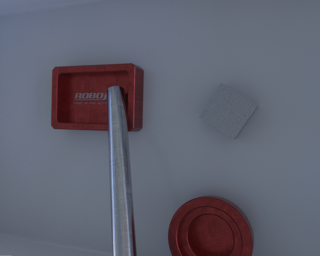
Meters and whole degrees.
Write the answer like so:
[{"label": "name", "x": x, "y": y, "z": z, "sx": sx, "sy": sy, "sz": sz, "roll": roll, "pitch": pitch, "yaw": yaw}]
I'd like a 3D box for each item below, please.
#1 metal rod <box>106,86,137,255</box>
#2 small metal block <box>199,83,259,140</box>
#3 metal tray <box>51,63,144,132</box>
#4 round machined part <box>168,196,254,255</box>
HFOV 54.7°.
[{"label": "metal rod", "x": -0.043, "y": 0.081, "z": 0.346, "sx": 0.025, "sy": 0.025, "sz": 0.299, "roll": -18, "pitch": 60, "yaw": 19}, {"label": "small metal block", "x": 0.084, "y": -0.020, "z": 0.380, "sx": 0.050, "sy": 0.025, "sz": 0.050, "roll": 35, "pitch": 101, "yaw": 16}, {"label": "metal tray", "x": -0.090, "y": -0.042, "z": 0.438, "sx": 0.130, "sy": 0.030, "sz": 0.089, "roll": 2, "pitch": 91, "yaw": 19}, {"label": "round machined part", "x": 0.063, "y": 0.131, "z": 0.375, "sx": 0.098, "sy": 0.042, "sz": 0.097, "roll": -3, "pitch": 83, "yaw": 21}]
